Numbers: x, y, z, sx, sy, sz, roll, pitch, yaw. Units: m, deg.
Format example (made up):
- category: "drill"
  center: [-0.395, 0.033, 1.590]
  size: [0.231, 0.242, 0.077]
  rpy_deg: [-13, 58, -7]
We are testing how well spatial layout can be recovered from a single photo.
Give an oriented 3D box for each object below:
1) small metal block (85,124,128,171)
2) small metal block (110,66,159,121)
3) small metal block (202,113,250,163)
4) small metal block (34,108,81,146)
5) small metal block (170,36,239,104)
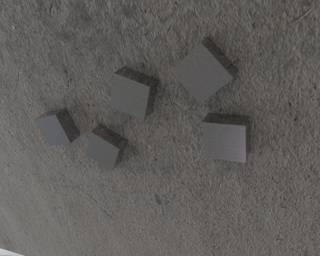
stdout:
- category: "small metal block"
  center: [-0.081, 0.030, 0.468]
  size: [0.050, 0.025, 0.050]
  rpy_deg: [30, 128, 9]
- category: "small metal block"
  center: [-0.033, -0.044, 0.397]
  size: [0.050, 0.025, 0.050]
  rpy_deg: [23, 127, 14]
- category: "small metal block"
  center: [0.080, 0.011, 0.372]
  size: [0.050, 0.025, 0.050]
  rpy_deg: [6, 121, 25]
- category: "small metal block"
  center: [-0.163, -0.001, 0.492]
  size: [0.050, 0.025, 0.050]
  rpy_deg: [-9, 114, 32]
- category: "small metal block"
  center: [0.049, -0.063, 0.342]
  size: [0.050, 0.025, 0.050]
  rpy_deg: [47, 129, -5]
